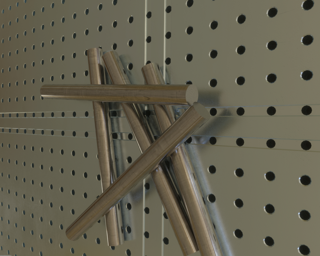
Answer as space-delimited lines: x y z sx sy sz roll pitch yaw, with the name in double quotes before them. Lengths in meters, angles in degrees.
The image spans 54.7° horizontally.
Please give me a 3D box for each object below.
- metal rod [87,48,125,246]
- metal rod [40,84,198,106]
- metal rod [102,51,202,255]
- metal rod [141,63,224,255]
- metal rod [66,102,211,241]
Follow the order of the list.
"metal rod" -0.084 0.025 0.475 0.025 0.025 0.298 -12 82 39
"metal rod" -0.080 -0.050 0.440 0.300 0.025 0.025 7 94 39
"metal rod" -0.018 0.021 0.421 0.025 0.025 0.299 -37 68 33
"metal rod" 0.031 0.056 0.382 0.025 0.025 0.299 -28 72 36
"metal rod" -0.045 0.073 0.411 0.299 0.025 0.025 -45 63 30
